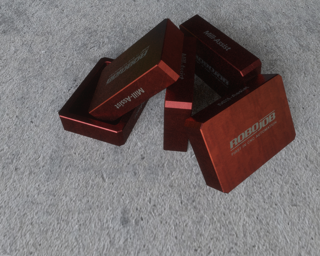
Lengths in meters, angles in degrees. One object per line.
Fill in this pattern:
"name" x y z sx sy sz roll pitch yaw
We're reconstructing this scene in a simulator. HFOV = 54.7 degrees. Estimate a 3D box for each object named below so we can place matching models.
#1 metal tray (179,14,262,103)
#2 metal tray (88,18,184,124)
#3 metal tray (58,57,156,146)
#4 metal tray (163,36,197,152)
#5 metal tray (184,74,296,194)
"metal tray" 0.083 -0.090 0.436 0.030 0.090 0.130 -35 57 -9
"metal tray" -0.031 -0.068 0.388 0.130 0.030 0.090 -28 38 36
"metal tray" -0.068 -0.042 0.436 0.090 0.030 0.130 16 52 12
"metal tray" 0.026 -0.046 0.401 0.030 0.089 0.130 5 51 4
"metal tray" 0.098 0.003 0.361 0.131 0.090 0.030 -32 22 -24
